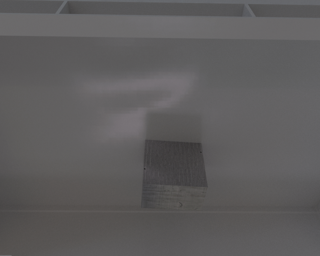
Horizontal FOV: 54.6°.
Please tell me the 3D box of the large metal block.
[{"bbox_3d":[0.017,0.064,0.427,0.080,0.080,0.050,4,130,-3],"label":"large metal block"}]
